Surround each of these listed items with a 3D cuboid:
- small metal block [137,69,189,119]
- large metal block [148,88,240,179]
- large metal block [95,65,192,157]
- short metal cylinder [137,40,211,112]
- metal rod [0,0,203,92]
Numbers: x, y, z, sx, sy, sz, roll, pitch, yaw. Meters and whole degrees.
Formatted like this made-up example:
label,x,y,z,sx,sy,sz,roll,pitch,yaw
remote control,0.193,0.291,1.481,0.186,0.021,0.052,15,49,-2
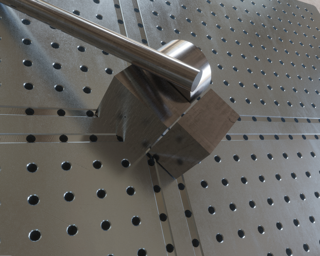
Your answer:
label,x,y,z,sx,sy,sz,roll,pitch,yaw
small metal block,0.005,-0.049,0.443,0.050,0.025,0.050,41,51,-1
large metal block,0.042,0.008,0.390,0.050,0.080,0.080,45,51,2
large metal block,-0.023,-0.023,0.377,0.080,0.080,0.050,44,51,2
short metal cylinder,0.017,-0.064,0.389,0.080,0.080,0.050,45,51,2
metal rod,-0.090,-0.115,0.364,0.301,0.025,0.025,27,49,16
